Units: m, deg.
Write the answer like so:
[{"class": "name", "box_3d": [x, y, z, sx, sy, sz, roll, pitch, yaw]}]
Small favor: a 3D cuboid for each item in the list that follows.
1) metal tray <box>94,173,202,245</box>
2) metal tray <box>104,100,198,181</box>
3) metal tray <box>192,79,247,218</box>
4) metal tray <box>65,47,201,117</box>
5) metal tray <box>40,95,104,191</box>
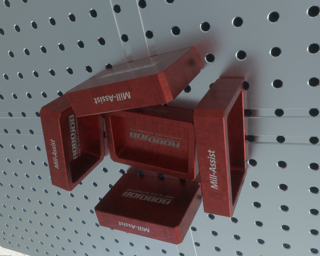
[{"class": "metal tray", "box_3d": [-0.015, 0.110, 0.446, 0.130, 0.090, 0.030, 4, 120, 26]}, {"class": "metal tray", "box_3d": [-0.009, 0.015, 0.421, 0.130, 0.030, 0.089, 11, 123, 22]}, {"class": "metal tray", "box_3d": [0.071, 0.021, 0.344, 0.030, 0.090, 0.129, 4, 120, 26]}, {"class": "metal tray", "box_3d": [-0.030, -0.052, 0.353, 0.130, 0.090, 0.030, -6, 115, 31]}, {"class": "metal tray", "box_3d": [-0.119, 0.013, 0.441, 0.030, 0.090, 0.129, 17, 125, 19]}]
